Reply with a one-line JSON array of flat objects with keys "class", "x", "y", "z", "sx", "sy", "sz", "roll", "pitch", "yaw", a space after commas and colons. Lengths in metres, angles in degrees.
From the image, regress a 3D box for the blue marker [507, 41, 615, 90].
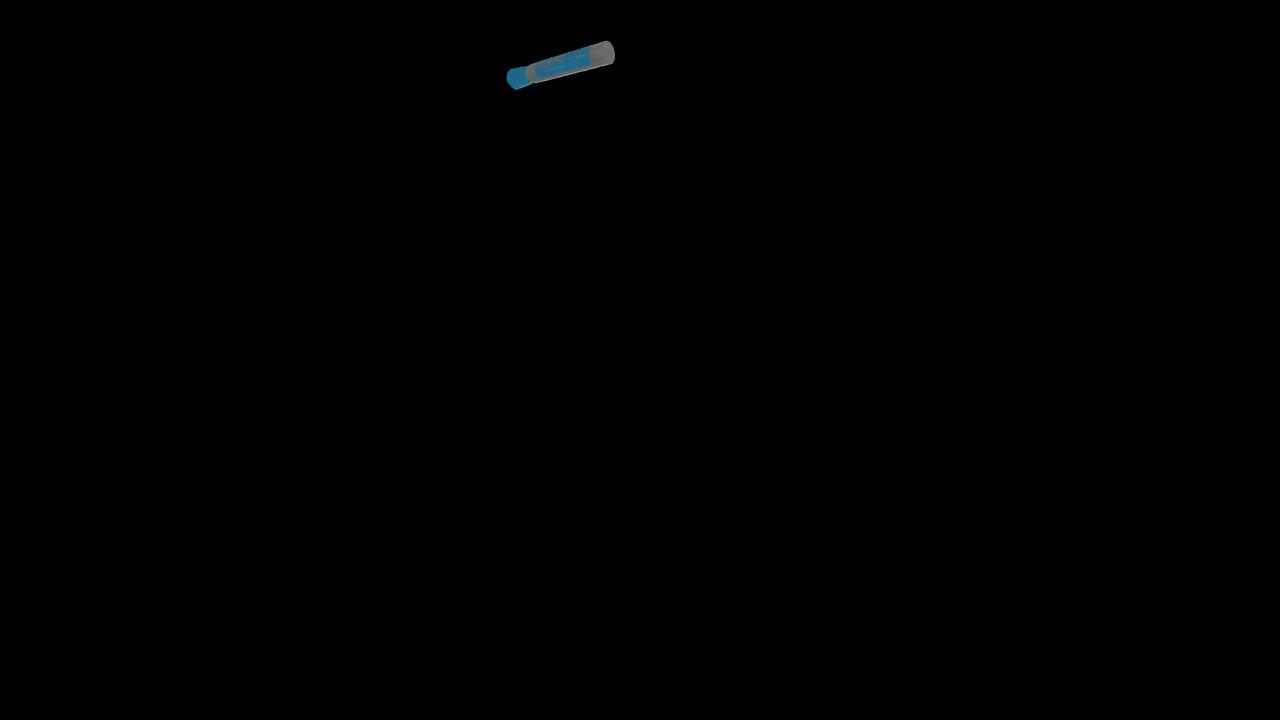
[{"class": "blue marker", "x": -0.077, "y": -0.268, "z": 0.564, "sx": 0.121, "sy": 0.020, "sz": 0.020, "roll": 3, "pitch": 2, "yaw": 34}]
